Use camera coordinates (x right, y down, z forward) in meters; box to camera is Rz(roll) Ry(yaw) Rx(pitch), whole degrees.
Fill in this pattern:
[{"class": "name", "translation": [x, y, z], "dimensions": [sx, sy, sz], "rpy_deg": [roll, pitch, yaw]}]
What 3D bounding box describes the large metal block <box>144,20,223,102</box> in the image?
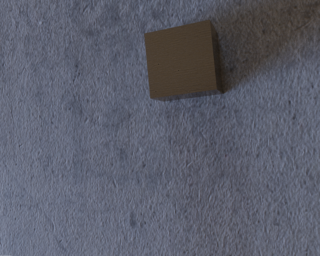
[{"class": "large metal block", "translation": [0.031, -0.079, 0.384], "dimensions": [0.080, 0.050, 0.080], "rpy_deg": [-6, 88, 19]}]
